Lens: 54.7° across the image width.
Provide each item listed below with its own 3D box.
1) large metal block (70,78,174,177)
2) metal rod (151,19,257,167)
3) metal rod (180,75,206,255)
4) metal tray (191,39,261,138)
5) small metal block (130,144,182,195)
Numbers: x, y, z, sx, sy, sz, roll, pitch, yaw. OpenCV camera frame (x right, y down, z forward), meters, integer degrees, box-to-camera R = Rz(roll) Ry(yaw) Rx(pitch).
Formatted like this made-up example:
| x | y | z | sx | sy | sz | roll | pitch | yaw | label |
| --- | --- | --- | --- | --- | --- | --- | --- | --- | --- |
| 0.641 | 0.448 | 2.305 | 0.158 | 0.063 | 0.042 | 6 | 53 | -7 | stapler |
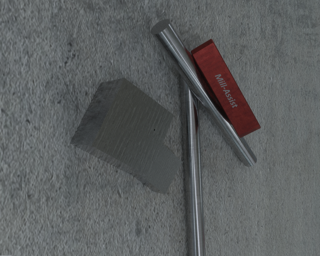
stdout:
| x | y | z | sx | sy | sz | roll | pitch | yaw | label |
| --- | --- | --- | --- | --- | --- | --- | --- | --- | --- |
| -0.041 | 0.001 | 0.356 | 0.080 | 0.050 | 0.080 | 35 | 68 | -35 | large metal block |
| 0.078 | -0.029 | 0.445 | 0.300 | 0.025 | 0.025 | 48 | 61 | -39 | metal rod |
| 0.047 | 0.047 | 0.446 | 0.025 | 0.025 | 0.298 | -5 | 94 | -40 | metal rod |
| 0.090 | -0.059 | 0.429 | 0.130 | 0.030 | 0.090 | 58 | 16 | -9 | metal tray |
| -0.005 | 0.050 | 0.403 | 0.050 | 0.025 | 0.050 | 44 | 63 | -31 | small metal block |
